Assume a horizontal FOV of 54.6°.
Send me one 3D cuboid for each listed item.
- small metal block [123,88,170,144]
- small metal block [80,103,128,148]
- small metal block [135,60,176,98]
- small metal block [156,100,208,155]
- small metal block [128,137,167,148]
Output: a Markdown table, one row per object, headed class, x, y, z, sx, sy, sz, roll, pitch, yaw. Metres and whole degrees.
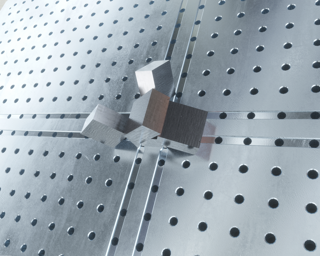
| class | x | y | z | sx | sy | sz | roll | pitch | yaw |
| --- | --- | --- | --- | --- | --- | --- | --- | --- | --- |
| small metal block | -0.017 | -0.014 | 0.379 | 0.050 | 0.025 | 0.050 | -27 | 43 | 55 |
| small metal block | -0.072 | -0.002 | 0.419 | 0.050 | 0.050 | 0.025 | -37 | 34 | 51 |
| small metal block | -0.005 | -0.060 | 0.419 | 0.025 | 0.050 | 0.050 | 3 | 27 | 30 |
| small metal block | 0.027 | 0.000 | 0.381 | 0.050 | 0.025 | 0.050 | 16 | 66 | 1 |
| small metal block | -0.011 | -0.003 | 0.417 | 0.050 | 0.025 | 0.050 | 3 | 63 | 29 |
